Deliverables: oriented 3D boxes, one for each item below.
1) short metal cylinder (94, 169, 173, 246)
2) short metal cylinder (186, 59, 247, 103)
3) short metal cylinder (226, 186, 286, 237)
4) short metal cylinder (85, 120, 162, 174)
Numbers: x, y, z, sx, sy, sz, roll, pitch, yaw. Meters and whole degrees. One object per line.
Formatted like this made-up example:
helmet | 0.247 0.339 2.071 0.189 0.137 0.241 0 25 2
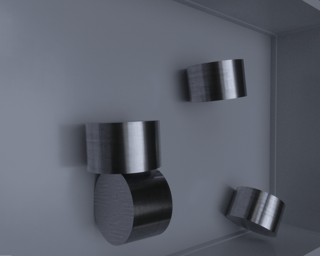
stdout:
short metal cylinder | -0.032 0.084 0.344 0.050 0.080 0.080 2 89 -40
short metal cylinder | 0.079 -0.065 0.437 0.081 0.080 0.050 -13 99 -39
short metal cylinder | 0.154 0.135 0.500 0.080 0.080 0.050 40 66 -33
short metal cylinder | -0.039 0.018 0.338 0.081 0.080 0.050 -4 93 -40
